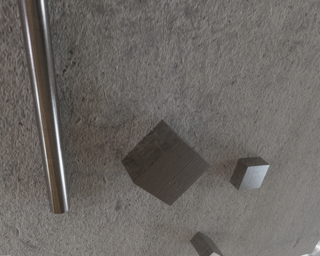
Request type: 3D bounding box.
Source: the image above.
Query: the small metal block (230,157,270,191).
[{"bbox_3d":[0.157,0.080,0.542,0.050,0.025,0.050,0,119,-28],"label":"small metal block"}]

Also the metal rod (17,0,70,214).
[{"bbox_3d":[-0.119,-0.027,0.325,0.025,0.025,0.298,-10,123,-23],"label":"metal rod"}]

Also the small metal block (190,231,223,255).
[{"bbox_3d":[0.090,0.228,0.581,0.025,0.050,0.050,-45,129,3],"label":"small metal block"}]

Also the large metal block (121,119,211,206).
[{"bbox_3d":[0.009,0.049,0.426,0.080,0.050,0.080,-45,129,3],"label":"large metal block"}]
